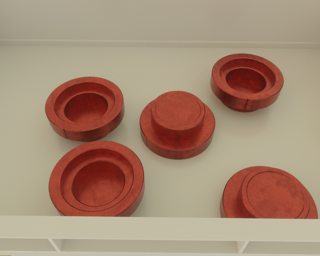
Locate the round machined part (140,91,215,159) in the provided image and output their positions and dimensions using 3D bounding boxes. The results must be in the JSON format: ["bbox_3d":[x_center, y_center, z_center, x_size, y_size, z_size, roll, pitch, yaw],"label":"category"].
[{"bbox_3d":[0.023,-0.011,0.403,0.099,0.042,0.098,0,50,0],"label":"round machined part"}]

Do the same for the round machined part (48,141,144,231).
[{"bbox_3d":[-0.066,0.065,0.339,0.099,0.042,0.098,0,50,0],"label":"round machined part"}]

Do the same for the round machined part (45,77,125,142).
[{"bbox_3d":[-0.096,-0.020,0.410,0.099,0.042,0.098,0,50,0],"label":"round machined part"}]

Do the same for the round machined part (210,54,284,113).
[{"bbox_3d":[0.122,-0.061,0.446,0.099,0.042,0.098,0,50,0],"label":"round machined part"}]

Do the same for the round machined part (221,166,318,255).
[{"bbox_3d":[0.116,0.081,0.327,0.099,0.042,0.098,0,50,0],"label":"round machined part"}]
